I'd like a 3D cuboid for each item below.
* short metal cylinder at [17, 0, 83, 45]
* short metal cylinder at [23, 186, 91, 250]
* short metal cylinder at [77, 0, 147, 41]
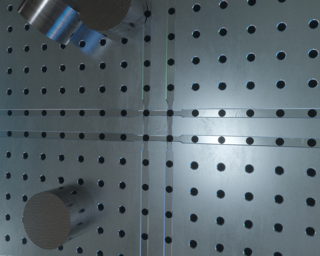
[{"bbox_3d":[-0.150,-0.164,0.436,0.080,0.080,0.050,46,104,14],"label":"short metal cylinder"},{"bbox_3d":[-0.149,0.128,0.452,0.080,0.050,0.079,0,90,20],"label":"short metal cylinder"},{"bbox_3d":[-0.065,-0.165,0.422,0.080,0.050,0.079,0,90,20],"label":"short metal cylinder"}]
